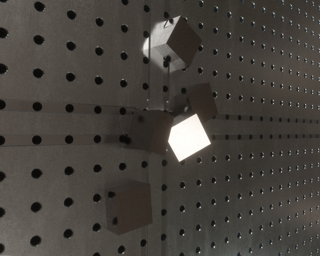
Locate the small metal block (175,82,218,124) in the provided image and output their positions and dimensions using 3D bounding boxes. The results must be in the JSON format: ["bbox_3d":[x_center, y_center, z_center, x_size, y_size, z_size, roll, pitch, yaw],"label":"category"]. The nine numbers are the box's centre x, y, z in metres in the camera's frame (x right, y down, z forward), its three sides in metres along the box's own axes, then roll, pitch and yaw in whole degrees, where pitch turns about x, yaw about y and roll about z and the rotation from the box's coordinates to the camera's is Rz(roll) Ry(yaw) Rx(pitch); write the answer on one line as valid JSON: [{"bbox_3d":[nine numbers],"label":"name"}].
[{"bbox_3d":[0.055,-0.034,0.458,0.050,0.025,0.050,-32,110,-36],"label":"small metal block"}]

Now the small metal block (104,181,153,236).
[{"bbox_3d":[-0.038,0.096,0.380,0.050,0.025,0.050,-6,94,-40],"label":"small metal block"}]

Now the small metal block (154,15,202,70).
[{"bbox_3d":[0.026,-0.118,0.433,0.050,0.025,0.050,39,66,-34],"label":"small metal block"}]

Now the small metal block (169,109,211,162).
[{"bbox_3d":[0.034,0.010,0.426,0.050,0.025,0.050,-30,112,-3],"label":"small metal block"}]

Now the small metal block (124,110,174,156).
[{"bbox_3d":[-0.014,0.006,0.383,0.025,0.050,0.050,23,75,-38],"label":"small metal block"}]
